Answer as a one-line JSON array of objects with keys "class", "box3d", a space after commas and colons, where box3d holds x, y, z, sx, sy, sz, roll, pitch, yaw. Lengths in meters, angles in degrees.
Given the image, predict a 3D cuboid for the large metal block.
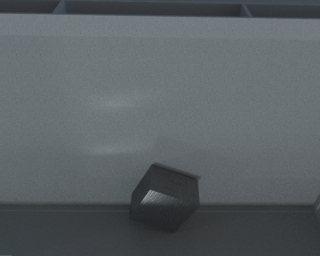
[{"class": "large metal block", "box3d": [0.006, 0.112, 0.486, 0.080, 0.050, 0.079, 21, 127, -15]}]
